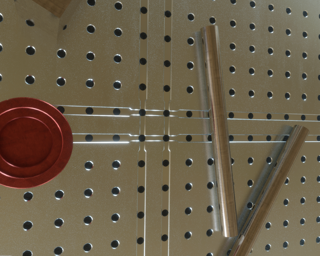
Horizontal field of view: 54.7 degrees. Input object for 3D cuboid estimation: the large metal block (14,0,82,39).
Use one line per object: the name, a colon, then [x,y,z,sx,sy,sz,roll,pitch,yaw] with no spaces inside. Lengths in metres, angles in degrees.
large metal block: [-0.114,-0.155,0.341,0.050,0.080,0.080,32,80,-18]

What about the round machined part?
round machined part: [-0.151,0.016,0.348,0.099,0.042,0.097,0,90,-21]

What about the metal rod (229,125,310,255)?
metal rod: [0.153,0.128,0.471,0.025,0.025,0.300,34,79,-17]

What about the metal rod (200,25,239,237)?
metal rod: [0.086,0.006,0.445,0.025,0.025,0.298,-7,93,-20]
